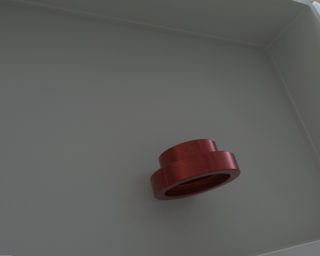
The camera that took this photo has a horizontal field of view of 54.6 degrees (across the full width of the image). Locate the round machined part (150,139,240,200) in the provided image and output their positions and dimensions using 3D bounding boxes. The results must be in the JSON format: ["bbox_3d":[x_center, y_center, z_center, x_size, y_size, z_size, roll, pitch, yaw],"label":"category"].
[{"bbox_3d":[0.036,0.045,0.350,0.099,0.098,0.042,-2,63,-29],"label":"round machined part"}]
